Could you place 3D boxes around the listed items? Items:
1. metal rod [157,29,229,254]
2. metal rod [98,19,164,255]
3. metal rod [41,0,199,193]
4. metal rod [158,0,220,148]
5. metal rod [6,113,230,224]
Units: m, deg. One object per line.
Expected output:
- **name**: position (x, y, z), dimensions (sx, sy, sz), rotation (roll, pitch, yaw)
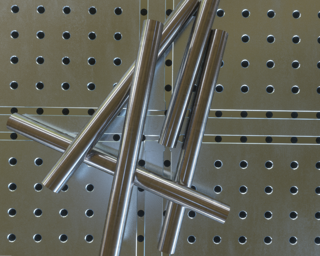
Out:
- **metal rod**: position (0.044, 0.018, 0.413), dimensions (0.025, 0.025, 0.298), rotation (14, 90, -1)
- **metal rod**: position (-0.035, 0.021, 0.369), dimensions (0.025, 0.025, 0.298), rotation (11, 89, -1)
- **metal rod**: position (-0.043, -0.050, 0.390), dimensions (0.025, 0.025, 0.300), rotation (36, 81, -1)
- **metal rod**: position (0.052, -0.120, 0.406), dimensions (0.025, 0.025, 0.298), rotation (17, 93, -1)
- **metal rod**: position (-0.057, 0.049, 0.396), dimensions (0.301, 0.025, 0.025), rotation (23, 90, 6)
